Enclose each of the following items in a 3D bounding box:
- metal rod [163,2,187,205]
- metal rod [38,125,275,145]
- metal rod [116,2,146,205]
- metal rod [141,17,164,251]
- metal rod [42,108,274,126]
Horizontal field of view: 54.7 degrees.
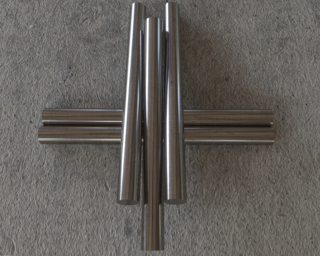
[{"bbox_3d":[0.017,-0.052,0.406,0.025,0.025,0.299,0,62,0],"label":"metal rod"},{"bbox_3d":[-0.004,0.010,0.407,0.302,0.025,0.025,0,70,-1],"label":"metal rod"},{"bbox_3d":[-0.034,-0.051,0.405,0.025,0.025,0.299,0,62,0],"label":"metal rod"},{"bbox_3d":[-0.008,-0.008,0.385,0.025,0.025,0.299,0,70,-1],"label":"metal rod"},{"bbox_3d":[-0.002,-0.014,0.415,0.302,0.025,0.025,0,70,-1],"label":"metal rod"}]
